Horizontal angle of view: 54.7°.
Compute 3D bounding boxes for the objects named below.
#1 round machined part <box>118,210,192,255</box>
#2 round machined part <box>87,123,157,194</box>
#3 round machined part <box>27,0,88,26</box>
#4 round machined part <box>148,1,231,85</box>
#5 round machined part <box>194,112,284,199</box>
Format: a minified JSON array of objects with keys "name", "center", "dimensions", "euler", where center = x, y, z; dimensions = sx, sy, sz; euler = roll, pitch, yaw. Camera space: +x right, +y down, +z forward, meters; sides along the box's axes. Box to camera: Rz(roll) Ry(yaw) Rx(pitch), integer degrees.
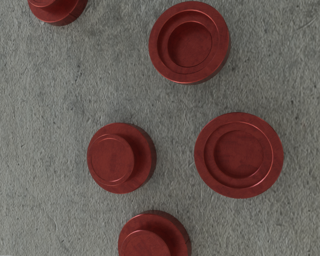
[{"name":"round machined part","center":[-0.012,0.161,0.404],"dimensions":[0.098,0.042,0.097],"euler":[0,90,20]},{"name":"round machined part","center":[-0.058,0.041,0.420],"dimensions":[0.098,0.042,0.097],"euler":[0,90,20]},{"name":"round machined part","center":[-0.158,-0.205,0.456],"dimensions":[0.098,0.042,0.097],"euler":[0,90,20]},{"name":"round machined part","center":[0.039,-0.102,0.386],"dimensions":[0.098,0.042,0.097],"euler":[0,90,20]},{"name":"round machined part","center":[0.093,0.031,0.367],"dimensions":[0.098,0.042,0.097],"euler":[0,90,20]}]
